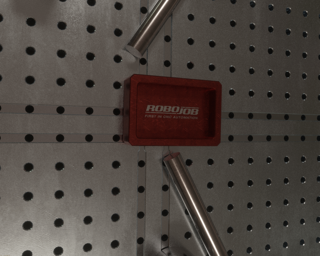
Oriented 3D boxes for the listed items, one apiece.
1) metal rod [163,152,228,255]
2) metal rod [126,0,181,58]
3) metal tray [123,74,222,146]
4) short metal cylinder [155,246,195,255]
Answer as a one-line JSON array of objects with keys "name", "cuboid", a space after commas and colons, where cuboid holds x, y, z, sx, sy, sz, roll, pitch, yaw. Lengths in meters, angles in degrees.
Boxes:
[{"name": "metal rod", "cuboid": [0.079, 0.172, 0.443, 0.025, 0.025, 0.299, -29, 100, -18]}, {"name": "metal rod", "cuboid": [0.045, -0.223, 0.429, 0.025, 0.025, 0.300, 36, 78, -17]}, {"name": "metal tray", "cuboid": [0.018, -0.021, 0.417, 0.131, 0.030, 0.089, 1, 90, -21]}, {"name": "short metal cylinder", "cuboid": [0.026, 0.206, 0.410, 0.081, 0.050, 0.079, 0, 90, -21]}]
